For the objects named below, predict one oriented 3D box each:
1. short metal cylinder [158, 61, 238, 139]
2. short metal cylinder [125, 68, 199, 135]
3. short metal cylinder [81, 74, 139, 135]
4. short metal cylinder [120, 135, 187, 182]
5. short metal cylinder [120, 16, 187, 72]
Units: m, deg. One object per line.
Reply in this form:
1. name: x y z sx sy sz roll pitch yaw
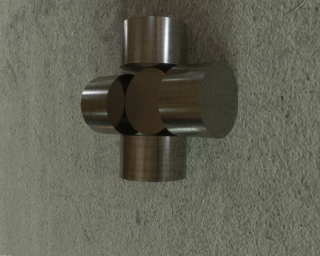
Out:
1. short metal cylinder: 0.043 -0.030 0.334 0.050 0.081 0.079 3 92 40
2. short metal cylinder: 0.002 -0.032 0.387 0.080 0.050 0.079 0 90 39
3. short metal cylinder: -0.058 -0.031 0.416 0.050 0.081 0.079 3 92 40
4. short metal cylinder: -0.008 0.034 0.375 0.080 0.081 0.050 1 90 39
5. short metal cylinder: -0.008 -0.097 0.374 0.080 0.081 0.050 2 92 39
